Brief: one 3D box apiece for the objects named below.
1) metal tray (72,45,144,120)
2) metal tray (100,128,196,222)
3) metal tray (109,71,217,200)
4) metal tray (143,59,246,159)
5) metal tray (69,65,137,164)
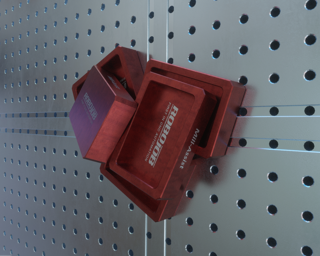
[{"bbox_3d":[-0.078,-0.052,0.472,0.130,0.030,0.090,-28,72,37],"label":"metal tray"},{"bbox_3d":[-0.023,0.053,0.426,0.130,0.030,0.089,33,110,35],"label":"metal tray"},{"bbox_3d":[0.000,0.007,0.366,0.090,0.030,0.129,26,94,37],"label":"metal tray"},{"bbox_3d":[0.029,-0.027,0.382,0.130,0.030,0.089,25,105,38],"label":"metal tray"},{"bbox_3d":[-0.084,-0.023,0.423,0.090,0.030,0.130,-60,34,14],"label":"metal tray"}]
